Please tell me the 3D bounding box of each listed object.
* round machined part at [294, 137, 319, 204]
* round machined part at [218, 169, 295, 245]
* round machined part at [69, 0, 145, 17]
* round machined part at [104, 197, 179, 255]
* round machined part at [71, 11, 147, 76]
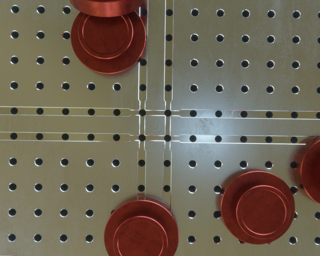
[{"bbox_3d":[0.235,0.058,0.408,0.099,0.042,0.097,0,90,-1],"label":"round machined part"},{"bbox_3d":[0.129,0.105,0.407,0.099,0.042,0.097,0,90,-1],"label":"round machined part"},{"bbox_3d":[-0.066,-0.183,0.380,0.099,0.042,0.098,1,54,-2],"label":"round machined part"},{"bbox_3d":[-0.024,0.143,0.405,0.099,0.042,0.097,0,90,-1],"label":"round machined part"},{"bbox_3d":[-0.067,-0.120,0.404,0.099,0.042,0.097,0,90,-1],"label":"round machined part"}]
